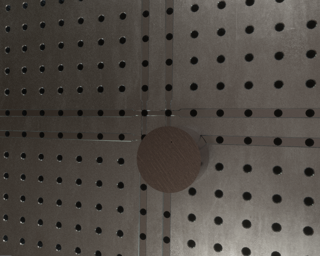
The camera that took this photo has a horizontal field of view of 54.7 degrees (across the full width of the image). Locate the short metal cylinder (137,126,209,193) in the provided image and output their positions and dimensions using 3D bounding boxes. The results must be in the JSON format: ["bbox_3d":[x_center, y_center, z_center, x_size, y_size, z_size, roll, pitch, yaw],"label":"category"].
[{"bbox_3d":[0.018,0.038,0.392,0.080,0.050,0.079,0,90,19],"label":"short metal cylinder"}]
